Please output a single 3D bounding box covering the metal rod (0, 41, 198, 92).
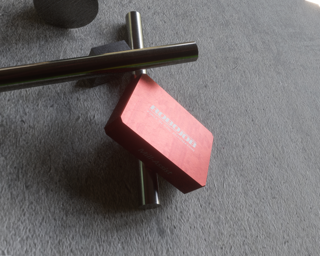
[{"bbox_3d":[-0.098,-0.064,0.342,0.302,0.025,0.025,-13,68,-18],"label":"metal rod"}]

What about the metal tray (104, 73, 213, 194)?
[{"bbox_3d":[0.006,0.007,0.371,0.130,0.030,0.090,40,42,-20],"label":"metal tray"}]

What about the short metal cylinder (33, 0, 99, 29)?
[{"bbox_3d":[-0.124,-0.180,0.412,0.081,0.080,0.050,6,59,-25],"label":"short metal cylinder"}]

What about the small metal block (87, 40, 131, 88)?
[{"bbox_3d":[-0.067,-0.083,0.402,0.050,0.050,0.025,-27,77,-37],"label":"small metal block"}]

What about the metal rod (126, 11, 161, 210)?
[{"bbox_3d":[-0.026,-0.043,0.415,0.025,0.025,0.299,8,58,-24],"label":"metal rod"}]
